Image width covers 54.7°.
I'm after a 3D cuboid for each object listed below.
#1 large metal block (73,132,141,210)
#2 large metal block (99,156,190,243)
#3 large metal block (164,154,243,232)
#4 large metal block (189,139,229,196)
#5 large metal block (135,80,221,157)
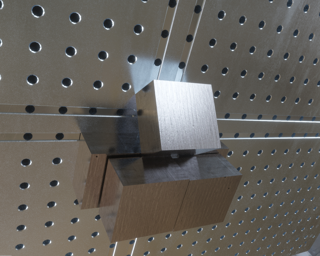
[{"bbox_3d":[-0.061,0.052,0.396,0.081,0.050,0.079,1,118,-30],"label":"large metal block"},{"bbox_3d":[-0.021,0.081,0.367,0.081,0.050,0.079,0,119,-29],"label":"large metal block"},{"bbox_3d":[0.050,0.083,0.408,0.081,0.050,0.079,0,119,-29],"label":"large metal block"},{"bbox_3d":[0.043,0.053,0.452,0.081,0.050,0.079,-1,119,-28],"label":"large metal block"},{"bbox_3d":[0.021,-0.009,0.376,0.081,0.050,0.080,0,76,-29],"label":"large metal block"}]
